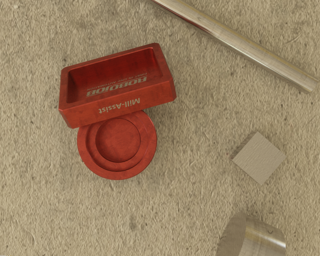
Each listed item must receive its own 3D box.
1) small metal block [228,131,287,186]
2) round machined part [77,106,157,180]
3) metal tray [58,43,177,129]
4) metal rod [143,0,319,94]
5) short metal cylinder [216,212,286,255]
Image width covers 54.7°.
[{"bbox_3d":[0.128,0.039,0.411,0.050,0.025,0.050,41,90,0],"label":"small metal block"},{"bbox_3d":[-0.053,0.016,0.401,0.099,0.042,0.097,0,90,0],"label":"round machined part"},{"bbox_3d":[-0.054,-0.055,0.379,0.131,0.090,0.030,-16,134,0],"label":"metal tray"},{"bbox_3d":[0.071,-0.131,0.410,0.301,0.025,0.025,30,90,0],"label":"metal rod"},{"bbox_3d":[0.110,0.152,0.384,0.050,0.080,0.080,25,90,0],"label":"short metal cylinder"}]
